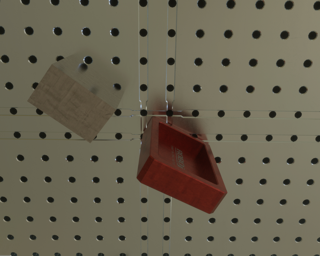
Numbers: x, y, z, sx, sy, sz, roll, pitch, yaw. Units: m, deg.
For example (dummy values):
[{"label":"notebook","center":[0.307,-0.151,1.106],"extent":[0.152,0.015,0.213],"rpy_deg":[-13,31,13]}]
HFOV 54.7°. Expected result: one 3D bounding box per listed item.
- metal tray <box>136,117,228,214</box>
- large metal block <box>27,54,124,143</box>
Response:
[{"label":"metal tray","center":[0.023,0.038,0.371],"extent":[0.090,0.130,0.030],"rpy_deg":[26,108,-9]},{"label":"large metal block","center":[-0.094,-0.038,0.369],"extent":[0.080,0.080,0.050],"rpy_deg":[36,106,-12]}]
